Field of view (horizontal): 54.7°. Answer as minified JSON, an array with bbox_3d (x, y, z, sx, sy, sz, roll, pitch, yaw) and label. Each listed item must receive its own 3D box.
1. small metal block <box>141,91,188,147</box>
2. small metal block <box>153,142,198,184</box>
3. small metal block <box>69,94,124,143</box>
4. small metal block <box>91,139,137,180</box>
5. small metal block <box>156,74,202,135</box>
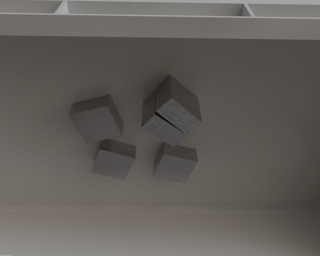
[{"bbox_3d":[0.006,-0.012,0.382,0.050,0.050,0.025,32,123,-25],"label":"small metal block"},{"bbox_3d":[0.022,0.051,0.453,0.050,0.025,0.050,14,129,-12],"label":"small metal block"},{"bbox_3d":[-0.080,-0.011,0.399,0.050,0.025,0.050,-12,129,10],"label":"small metal block"},{"bbox_3d":[-0.067,0.045,0.447,0.050,0.025,0.050,17,128,-14],"label":"small metal block"},{"bbox_3d":[0.022,-0.028,0.369,0.050,0.050,0.025,36,121,-27],"label":"small metal block"}]
